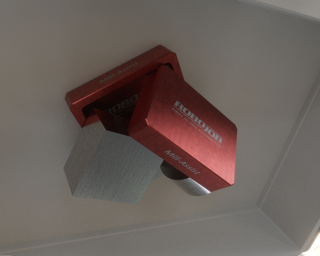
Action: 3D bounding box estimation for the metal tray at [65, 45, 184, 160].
[{"bbox_3d":[-0.032,-0.029,0.369,0.131,0.030,0.090,-30,129,-10],"label":"metal tray"}]

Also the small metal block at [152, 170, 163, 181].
[{"bbox_3d":[-0.029,0.052,0.425,0.050,0.025,0.050,-26,128,-13],"label":"small metal block"}]

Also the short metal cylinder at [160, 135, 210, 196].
[{"bbox_3d":[0.047,0.047,0.428,0.080,0.080,0.050,-43,130,1],"label":"short metal cylinder"}]

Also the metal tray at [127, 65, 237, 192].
[{"bbox_3d":[0.033,0.002,0.347,0.130,0.090,0.030,37,136,-25],"label":"metal tray"}]

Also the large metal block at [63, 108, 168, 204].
[{"bbox_3d":[-0.049,0.033,0.344,0.081,0.050,0.080,18,109,-36],"label":"large metal block"}]
